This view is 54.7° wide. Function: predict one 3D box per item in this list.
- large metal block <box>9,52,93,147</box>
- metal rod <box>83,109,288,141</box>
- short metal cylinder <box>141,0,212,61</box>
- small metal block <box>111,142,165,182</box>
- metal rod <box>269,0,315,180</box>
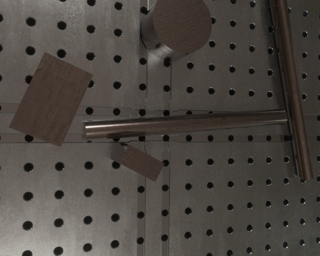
[{"bbox_3d":[-0.119,-0.028,0.340,0.050,0.080,0.080,25,82,-19],"label":"large metal block"},{"bbox_3d":[0.049,-0.007,0.432,0.303,0.025,0.025,-4,92,-20],"label":"metal rod"},{"bbox_3d":[0.020,-0.133,0.408,0.081,0.050,0.079,0,90,-21],"label":"short metal cylinder"},{"bbox_3d":[-0.029,0.042,0.389,0.050,0.050,0.025,31,80,-18],"label":"small metal block"},{"bbox_3d":[0.209,-0.066,0.491,0.025,0.025,0.298,-12,94,-20],"label":"metal rod"}]
